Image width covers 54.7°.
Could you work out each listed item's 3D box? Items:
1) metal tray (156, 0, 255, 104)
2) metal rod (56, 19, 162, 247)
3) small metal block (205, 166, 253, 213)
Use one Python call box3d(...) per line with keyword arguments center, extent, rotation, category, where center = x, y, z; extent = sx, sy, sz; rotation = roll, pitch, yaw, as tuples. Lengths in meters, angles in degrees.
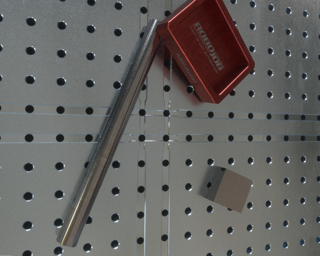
box3d(center=(0.066, -0.109, 0.420), extent=(0.090, 0.030, 0.130), rotation=(-44, 116, -16), category="metal tray")
box3d(center=(-0.057, 0.000, 0.392), extent=(0.025, 0.025, 0.299), rotation=(25, 82, -19), category="metal rod")
box3d(center=(0.101, 0.090, 0.452), extent=(0.050, 0.025, 0.050), rotation=(26, 81, -19), category="small metal block")
